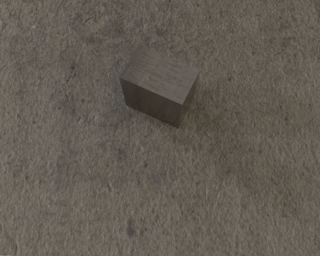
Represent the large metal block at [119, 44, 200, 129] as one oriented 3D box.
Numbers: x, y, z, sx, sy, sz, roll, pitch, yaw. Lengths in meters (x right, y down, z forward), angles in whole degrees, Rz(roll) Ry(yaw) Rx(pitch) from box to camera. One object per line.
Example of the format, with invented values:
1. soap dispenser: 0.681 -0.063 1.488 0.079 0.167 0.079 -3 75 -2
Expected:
1. large metal block: 0.000 -0.050 0.397 0.080 0.080 0.050 25 72 8
